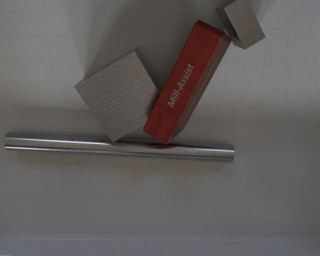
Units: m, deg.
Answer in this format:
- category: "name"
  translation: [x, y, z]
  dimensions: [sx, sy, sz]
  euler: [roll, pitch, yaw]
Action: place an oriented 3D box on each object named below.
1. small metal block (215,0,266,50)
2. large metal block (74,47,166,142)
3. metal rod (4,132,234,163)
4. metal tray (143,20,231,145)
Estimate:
- category: "small metal block"
  translation: [0.091, -0.121, 0.355]
  dimensions: [0.025, 0.050, 0.050]
  euler: [-30, 108, 10]
- category: "large metal block"
  translation: [-0.043, -0.042, 0.382]
  dimensions: [0.080, 0.050, 0.080]
  euler: [-28, 108, 9]
- category: "metal rod"
  translation: [-0.052, 0.026, 0.420]
  dimensions: [0.302, 0.025, 0.025]
  euler: [3, 110, -2]
- category: "metal tray"
  translation: [0.034, -0.051, 0.355]
  dimensions: [0.030, 0.090, 0.129]
  euler: [30, 108, 9]
